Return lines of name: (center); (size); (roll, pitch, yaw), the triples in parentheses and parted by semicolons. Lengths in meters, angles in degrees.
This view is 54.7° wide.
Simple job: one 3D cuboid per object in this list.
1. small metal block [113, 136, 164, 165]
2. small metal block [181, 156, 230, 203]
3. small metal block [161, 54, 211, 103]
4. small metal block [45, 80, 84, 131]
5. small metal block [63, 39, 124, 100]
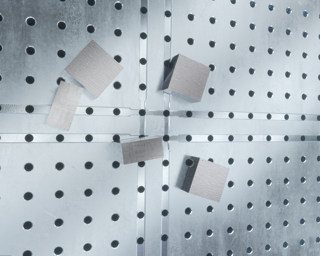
small metal block: (-0.029, 0.027, 0.390); (0.050, 0.050, 0.025); (-9, 93, -20)
small metal block: (0.064, 0.072, 0.438); (0.050, 0.025, 0.050); (21, 83, -19)
small metal block: (0.036, -0.067, 0.427); (0.050, 0.025, 0.050); (20, 83, -19)
small metal block: (-0.112, -0.024, 0.358); (0.025, 0.050, 0.050); (20, 84, -19)
small metal block: (-0.082, -0.071, 0.383); (0.050, 0.025, 0.050); (42, 77, -16)
